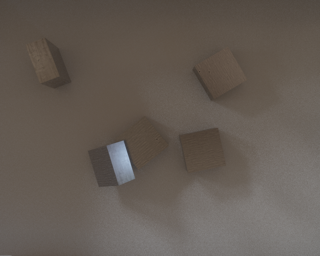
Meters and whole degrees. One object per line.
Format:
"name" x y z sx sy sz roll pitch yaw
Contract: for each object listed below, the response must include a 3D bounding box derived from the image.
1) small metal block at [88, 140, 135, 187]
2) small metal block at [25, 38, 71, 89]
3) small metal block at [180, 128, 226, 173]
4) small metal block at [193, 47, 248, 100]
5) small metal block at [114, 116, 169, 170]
"small metal block" -0.063 0.047 0.396 0.025 0.050 0.050 -17 90 -41
"small metal block" -0.141 -0.081 0.397 0.025 0.050 0.050 -21 90 0
"small metal block" 0.056 0.029 0.412 0.050 0.025 0.050 -12 90 -1
"small metal block" 0.079 -0.071 0.412 0.050 0.025 0.050 -31 90 -1
"small metal block" -0.024 0.019 0.411 0.050 0.025 0.050 -39 91 0
